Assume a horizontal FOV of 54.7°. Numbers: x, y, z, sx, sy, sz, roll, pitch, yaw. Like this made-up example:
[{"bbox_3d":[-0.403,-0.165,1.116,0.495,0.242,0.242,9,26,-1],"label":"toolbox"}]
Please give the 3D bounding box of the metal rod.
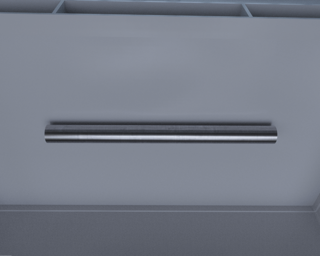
[{"bbox_3d":[0.002,0.008,0.414,0.302,0.025,0.025,0,130,-1],"label":"metal rod"}]
